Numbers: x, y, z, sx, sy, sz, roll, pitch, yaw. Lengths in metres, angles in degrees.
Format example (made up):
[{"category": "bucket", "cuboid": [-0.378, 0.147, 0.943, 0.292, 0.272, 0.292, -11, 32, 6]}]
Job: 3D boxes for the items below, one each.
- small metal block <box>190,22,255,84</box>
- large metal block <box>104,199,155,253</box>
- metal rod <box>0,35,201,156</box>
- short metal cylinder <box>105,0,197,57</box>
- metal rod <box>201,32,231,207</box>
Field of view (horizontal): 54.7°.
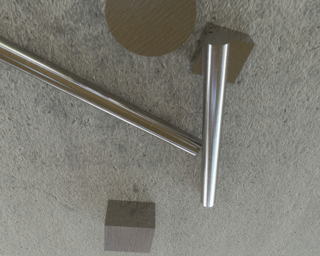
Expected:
[{"category": "small metal block", "cuboid": [0.066, -0.081, 0.339, 0.050, 0.025, 0.050, 13, 129, -11]}, {"category": "large metal block", "cuboid": [-0.053, 0.171, 0.536, 0.081, 0.050, 0.079, 5, 130, -5]}, {"category": "metal rod", "cuboid": [-0.074, -0.036, 0.375, 0.301, 0.025, 0.025, 27, 125, -22]}, {"category": "short metal cylinder", "cuboid": [-0.008, -0.115, 0.292, 0.081, 0.050, 0.079, 0, 130, 0]}, {"category": "metal rod", "cuboid": [0.067, 0.017, 0.402, 0.025, 0.025, 0.298, -4, 136, 3]}]
